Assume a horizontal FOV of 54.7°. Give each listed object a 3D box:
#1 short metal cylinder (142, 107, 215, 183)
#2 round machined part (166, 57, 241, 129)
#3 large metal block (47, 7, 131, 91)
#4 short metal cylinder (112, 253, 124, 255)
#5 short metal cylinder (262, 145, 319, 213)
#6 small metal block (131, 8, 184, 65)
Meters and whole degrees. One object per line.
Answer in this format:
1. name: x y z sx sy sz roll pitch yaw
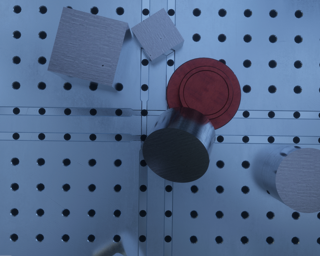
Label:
1. short metal cylinder: 0.025 0.021 0.382 0.080 0.050 0.079 9 124 14
2. round machined part: 0.058 -0.044 0.405 0.099 0.042 0.097 0 90 0
3. large metal block: -0.088 -0.099 0.400 0.080 0.050 0.080 14 90 0
4. short metal cylinder: -0.057 0.206 0.385 0.050 0.080 0.080 -33 90 0
5. short metal cylinder: 0.181 0.064 0.402 0.081 0.050 0.080 0 90 0
6. small metal block: -0.003 -0.121 0.413 0.050 0.025 0.050 -33 90 0
